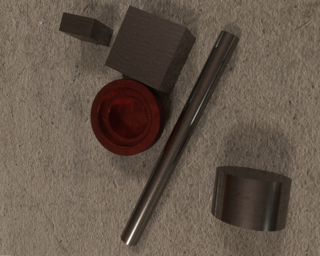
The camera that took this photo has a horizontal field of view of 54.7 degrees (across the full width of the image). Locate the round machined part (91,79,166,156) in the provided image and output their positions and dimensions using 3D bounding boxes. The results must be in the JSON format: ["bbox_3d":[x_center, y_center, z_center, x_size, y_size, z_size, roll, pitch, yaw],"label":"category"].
[{"bbox_3d":[-0.038,-0.014,0.410,0.098,0.042,0.097,2,95,20],"label":"round machined part"}]

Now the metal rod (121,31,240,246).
[{"bbox_3d":[0.022,0.020,0.400,0.025,0.025,0.298,28,99,17],"label":"metal rod"}]

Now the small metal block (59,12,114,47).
[{"bbox_3d":[-0.101,-0.136,0.430,0.050,0.050,0.025,18,96,19],"label":"small metal block"}]

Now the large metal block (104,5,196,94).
[{"bbox_3d":[-0.011,-0.098,0.399,0.080,0.050,0.080,27,99,17],"label":"large metal block"}]

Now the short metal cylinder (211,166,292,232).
[{"bbox_3d":[0.100,0.075,0.344,0.080,0.080,0.050,8,93,19],"label":"short metal cylinder"}]
